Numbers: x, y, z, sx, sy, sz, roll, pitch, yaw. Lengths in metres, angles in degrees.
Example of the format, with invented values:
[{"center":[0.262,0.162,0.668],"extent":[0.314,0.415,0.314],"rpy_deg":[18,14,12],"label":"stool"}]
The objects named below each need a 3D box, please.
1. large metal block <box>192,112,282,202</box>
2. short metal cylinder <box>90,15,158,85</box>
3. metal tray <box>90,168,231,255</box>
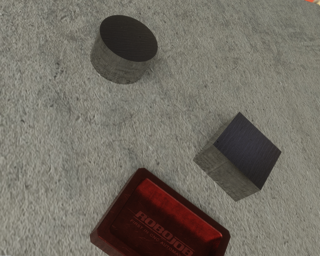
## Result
[{"center":[0.106,0.038,0.421],"extent":[0.080,0.050,0.080],"rpy_deg":[44,51,2],"label":"large metal block"},{"center":[-0.050,-0.107,0.426],"extent":[0.081,0.050,0.080],"rpy_deg":[14,56,-21],"label":"short metal cylinder"},{"center":[0.004,0.116,0.331],"extent":[0.130,0.030,0.090],"rpy_deg":[37,51,-3],"label":"metal tray"}]
